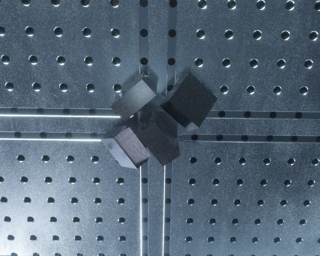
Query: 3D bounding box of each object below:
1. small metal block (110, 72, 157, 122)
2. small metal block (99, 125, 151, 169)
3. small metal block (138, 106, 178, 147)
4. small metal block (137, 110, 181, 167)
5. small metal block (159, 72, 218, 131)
[{"bbox_3d":[-0.031,-0.040,0.385,0.050,0.050,0.025,-39,106,13],"label":"small metal block"},{"bbox_3d":[-0.046,0.025,0.406,0.025,0.050,0.050,-43,109,-25],"label":"small metal block"},{"bbox_3d":[-0.003,-0.002,0.412,0.050,0.025,0.050,0,110,-2],"label":"small metal block"},{"bbox_3d":[-0.001,0.011,0.377,0.025,0.050,0.050,-35,107,11],"label":"small metal block"},{"bbox_3d":[0.036,-0.032,0.387,0.050,0.025,0.050,41,65,-13],"label":"small metal block"}]
